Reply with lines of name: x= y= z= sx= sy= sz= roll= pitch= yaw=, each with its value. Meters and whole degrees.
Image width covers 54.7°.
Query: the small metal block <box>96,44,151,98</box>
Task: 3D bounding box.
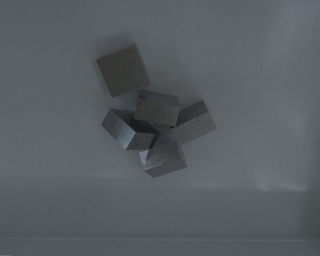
small metal block: x=-0.044 y=-0.071 z=0.385 sx=0.050 sy=0.025 sz=0.050 roll=-18 pitch=109 yaw=6

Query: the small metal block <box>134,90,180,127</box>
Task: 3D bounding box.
small metal block: x=-0.003 y=-0.026 z=0.388 sx=0.050 sy=0.050 sz=0.025 roll=11 pitch=110 yaw=-4

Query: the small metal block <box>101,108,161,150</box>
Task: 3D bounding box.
small metal block: x=-0.036 y=0.002 z=0.387 sx=0.050 sy=0.050 sz=0.025 roll=41 pitch=110 yaw=29

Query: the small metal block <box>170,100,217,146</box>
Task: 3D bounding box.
small metal block: x=0.041 y=-0.007 z=0.395 sx=0.050 sy=0.050 sz=0.025 roll=-25 pitch=108 yaw=9

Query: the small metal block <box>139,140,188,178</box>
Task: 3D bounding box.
small metal block: x=0.006 y=0.043 z=0.412 sx=0.050 sy=0.050 sz=0.025 roll=-19 pitch=67 yaw=7
